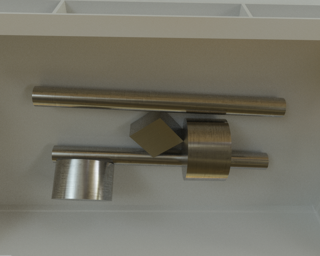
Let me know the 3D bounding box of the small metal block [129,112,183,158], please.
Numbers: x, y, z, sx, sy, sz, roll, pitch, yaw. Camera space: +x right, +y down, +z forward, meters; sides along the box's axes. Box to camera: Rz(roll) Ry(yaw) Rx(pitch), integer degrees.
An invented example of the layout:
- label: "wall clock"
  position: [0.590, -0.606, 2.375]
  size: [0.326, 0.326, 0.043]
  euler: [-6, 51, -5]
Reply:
- label: "small metal block"
  position: [-0.004, 0.006, 0.412]
  size: [0.050, 0.025, 0.050]
  euler: [-31, 124, 23]

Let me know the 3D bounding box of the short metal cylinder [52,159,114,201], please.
- label: "short metal cylinder"
  position: [-0.105, 0.075, 0.430]
  size: [0.081, 0.050, 0.080]
  euler: [1, 164, 1]

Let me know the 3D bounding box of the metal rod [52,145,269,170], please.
- label: "metal rod"
  position: [0.002, 0.042, 0.443]
  size: [0.302, 0.025, 0.025]
  euler: [2, 130, -3]

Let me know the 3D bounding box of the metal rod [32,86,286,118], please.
- label: "metal rod"
  position: [0.002, -0.032, 0.379]
  size: [0.302, 0.025, 0.025]
  euler: [2, 130, -3]

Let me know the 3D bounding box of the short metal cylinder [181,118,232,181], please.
- label: "short metal cylinder"
  position: [0.056, 0.027, 0.395]
  size: [0.050, 0.080, 0.079]
  euler: [1, 130, -2]
